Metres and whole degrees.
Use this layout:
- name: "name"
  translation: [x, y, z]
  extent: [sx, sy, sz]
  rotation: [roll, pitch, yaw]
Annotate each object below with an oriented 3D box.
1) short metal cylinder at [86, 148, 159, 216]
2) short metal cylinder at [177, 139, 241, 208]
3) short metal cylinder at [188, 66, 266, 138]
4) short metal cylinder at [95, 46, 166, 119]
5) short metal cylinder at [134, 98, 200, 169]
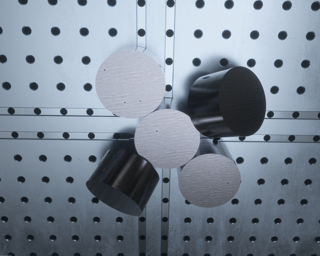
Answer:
- name: "short metal cylinder"
  translation: [-0.048, 0.071, 0.404]
  extent: [0.080, 0.050, 0.080]
  rotation: [21, 147, 15]
- name: "short metal cylinder"
  translation: [0.064, 0.061, 0.423]
  extent: [0.081, 0.050, 0.079]
  rotation: [0, 110, -1]
- name: "short metal cylinder"
  translation: [0.080, -0.029, 0.369]
  extent: [0.081, 0.050, 0.080]
  rotation: [3, 85, -35]
- name: "short metal cylinder"
  translation: [-0.034, -0.057, 0.378]
  extent: [0.081, 0.050, 0.079]
  rotation: [0, 110, -1]
- name: "short metal cylinder"
  translation: [0.009, 0.006, 0.402]
  extent: [0.081, 0.050, 0.079]
  rotation: [0, 110, -1]
